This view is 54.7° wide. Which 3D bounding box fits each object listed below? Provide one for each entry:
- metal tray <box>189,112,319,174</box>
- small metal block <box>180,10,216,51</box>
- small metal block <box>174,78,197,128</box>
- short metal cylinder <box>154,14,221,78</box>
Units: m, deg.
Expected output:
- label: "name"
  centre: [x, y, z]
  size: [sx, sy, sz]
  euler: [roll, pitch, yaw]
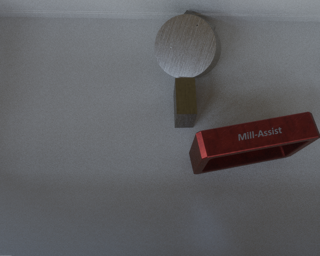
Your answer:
- label: "metal tray"
  centre: [0.105, 0.021, 0.368]
  size: [0.131, 0.090, 0.030]
  euler: [-10, 71, -4]
- label: "small metal block"
  centre: [0.047, -0.140, 0.461]
  size: [0.050, 0.025, 0.050]
  euler: [32, 73, 11]
- label: "small metal block"
  centre: [0.032, -0.032, 0.409]
  size: [0.025, 0.050, 0.050]
  euler: [-1, 70, -1]
- label: "short metal cylinder"
  centre: [0.039, -0.107, 0.417]
  size: [0.080, 0.050, 0.079]
  euler: [3, 100, 17]
